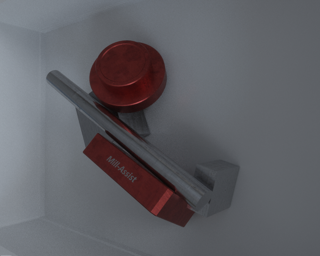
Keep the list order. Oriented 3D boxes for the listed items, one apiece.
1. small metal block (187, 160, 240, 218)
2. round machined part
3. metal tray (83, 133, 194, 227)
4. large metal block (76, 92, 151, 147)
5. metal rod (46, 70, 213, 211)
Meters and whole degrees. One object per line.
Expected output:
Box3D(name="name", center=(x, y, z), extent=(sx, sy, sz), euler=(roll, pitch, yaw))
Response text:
Box3D(name="small metal block", center=(0.059, 0.064, 0.339), extent=(0.025, 0.050, 0.050), euler=(19, 102, 38))
Box3D(name="round machined part", center=(-0.043, -0.072, 0.393), extent=(0.099, 0.042, 0.098), euler=(-3, 65, 7))
Box3D(name="metal tray", center=(-0.024, 0.062, 0.376), extent=(0.130, 0.090, 0.030), euler=(33, 83, 34))
Box3D(name="large metal block", center=(-0.070, -0.013, 0.443), extent=(0.080, 0.050, 0.080), euler=(-28, 73, 36))
Box3D(name="metal rod", center=(-0.058, -0.002, 0.384), extent=(0.300, 0.025, 0.025), euler=(36, 112, 33))
